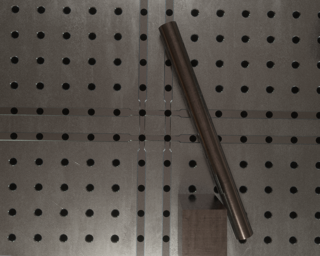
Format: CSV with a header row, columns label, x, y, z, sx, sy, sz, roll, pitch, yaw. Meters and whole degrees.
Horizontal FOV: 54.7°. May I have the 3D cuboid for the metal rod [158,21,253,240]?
label,x,y,z,sx,sy,sz,roll,pitch,yaw
metal rod,0.061,0.003,0.414,0.025,0.025,0.299,-20,90,0

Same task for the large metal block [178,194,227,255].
label,x,y,z,sx,sy,sz,roll,pitch,yaw
large metal block,0.050,0.131,0.387,0.050,0.080,0.079,0,90,0
